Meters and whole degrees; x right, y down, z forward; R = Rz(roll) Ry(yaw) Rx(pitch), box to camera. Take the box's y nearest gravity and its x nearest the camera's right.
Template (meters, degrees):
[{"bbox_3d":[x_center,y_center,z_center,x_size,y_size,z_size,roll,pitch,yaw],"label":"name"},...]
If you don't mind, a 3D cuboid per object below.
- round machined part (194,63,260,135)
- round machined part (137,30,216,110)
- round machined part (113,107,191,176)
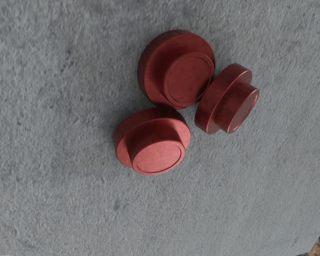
[{"bbox_3d":[0.092,-0.031,0.402,0.098,0.042,0.098,-42,155,-25],"label":"round machined part"},{"bbox_3d":[0.026,-0.064,0.372,0.099,0.042,0.097,-14,124,-21],"label":"round machined part"},{"bbox_3d":[-0.007,0.023,0.391,0.099,0.042,0.097,-13,139,-11],"label":"round machined part"}]
